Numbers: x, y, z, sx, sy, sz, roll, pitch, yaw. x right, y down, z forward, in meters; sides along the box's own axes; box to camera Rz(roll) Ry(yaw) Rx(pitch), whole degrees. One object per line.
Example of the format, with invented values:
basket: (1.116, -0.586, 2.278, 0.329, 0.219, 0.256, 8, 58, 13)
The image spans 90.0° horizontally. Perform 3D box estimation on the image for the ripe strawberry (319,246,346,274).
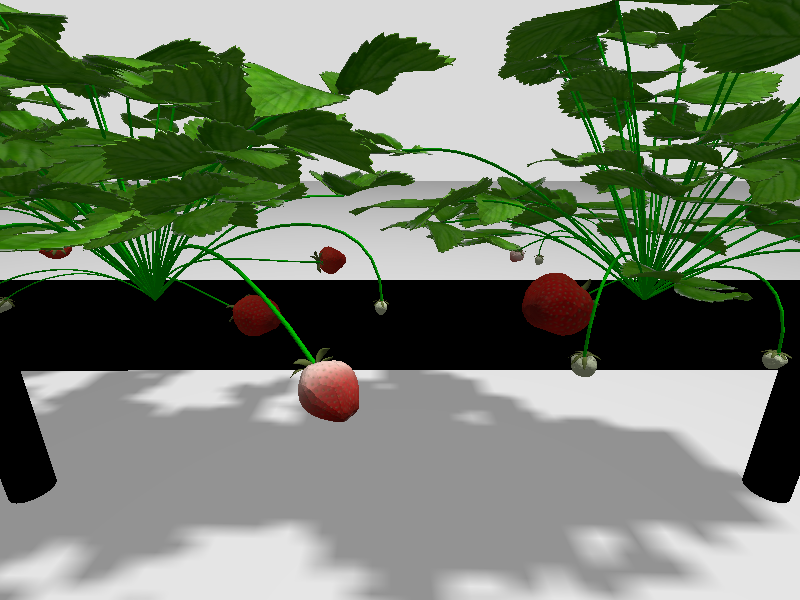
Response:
ripe strawberry: (-0.077, -0.046, 0.462, 0.032, 0.031, 0.030, -12, 22, -33)

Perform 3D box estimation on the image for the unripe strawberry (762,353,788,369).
unripe strawberry: (0.210, 0.034, 0.225, 0.011, 0.010, 0.010, 2, 18, 5)

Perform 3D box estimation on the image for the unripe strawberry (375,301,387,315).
unripe strawberry: (-0.015, 0.006, 0.310, 0.010, 0.011, 0.011, 5, 19, 14)

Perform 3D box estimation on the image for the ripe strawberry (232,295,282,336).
ripe strawberry: (-0.100, 0.011, 0.286, 0.034, 0.029, 0.034, 12, 22, 31)

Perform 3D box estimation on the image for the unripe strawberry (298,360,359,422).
unripe strawberry: (-0.033, 0.044, 0.193, 0.031, 0.031, 0.027, -19, -30, -44)

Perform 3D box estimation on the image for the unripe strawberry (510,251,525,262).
unripe strawberry: (0.149, -0.056, 0.511, 0.019, 0.017, 0.017, -9, -37, -25)

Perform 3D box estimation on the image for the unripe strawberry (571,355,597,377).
unripe strawberry: (0.106, 0.038, 0.232, 0.015, 0.013, 0.013, 15, 23, 37)

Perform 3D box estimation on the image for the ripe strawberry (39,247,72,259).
ripe strawberry: (-0.453, -0.069, 0.525, 0.033, 0.032, 0.036, -7, 10, 39)

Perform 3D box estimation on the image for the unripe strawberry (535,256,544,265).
unripe strawberry: (0.167, -0.048, 0.483, 0.011, 0.011, 0.010, -8, 20, -24)

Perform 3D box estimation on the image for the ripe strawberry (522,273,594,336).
ripe strawberry: (0.110, 0.003, 0.287, 0.049, 0.042, 0.049, -13, 22, -32)

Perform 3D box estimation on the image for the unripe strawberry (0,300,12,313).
unripe strawberry: (-0.333, 0.005, 0.335, 0.011, 0.011, 0.013, 34, 5, -24)
